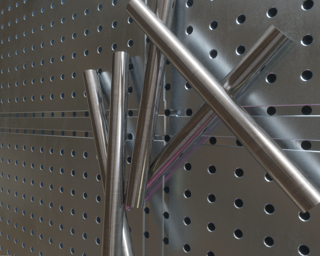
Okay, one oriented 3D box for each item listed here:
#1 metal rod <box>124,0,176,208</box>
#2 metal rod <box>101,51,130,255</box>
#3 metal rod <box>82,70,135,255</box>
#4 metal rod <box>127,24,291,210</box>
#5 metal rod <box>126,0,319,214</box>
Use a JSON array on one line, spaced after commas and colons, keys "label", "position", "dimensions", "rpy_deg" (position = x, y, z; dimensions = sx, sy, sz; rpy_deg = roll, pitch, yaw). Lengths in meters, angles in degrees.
[{"label": "metal rod", "position": [-0.010, -0.049, 0.396], "dimensions": [0.025, 0.025, 0.298], "rpy_deg": [9, 90, 39]}, {"label": "metal rod", "position": [-0.058, 0.037, 0.413], "dimensions": [0.025, 0.025, 0.299], "rpy_deg": [-13, 69, 39]}, {"label": "metal rod", "position": [-0.077, 0.047, 0.446], "dimensions": [0.025, 0.025, 0.299], "rpy_deg": [-31, 64, 35]}, {"label": "metal rod", "position": [0.036, 0.006, 0.377], "dimensions": [0.298, 0.025, 0.025], "rpy_deg": [-50, 61, 28]}, {"label": "metal rod", "position": [0.052, -0.042, 0.330], "dimensions": [0.025, 0.025, 0.300], "rpy_deg": [-50, 64, 28]}]
